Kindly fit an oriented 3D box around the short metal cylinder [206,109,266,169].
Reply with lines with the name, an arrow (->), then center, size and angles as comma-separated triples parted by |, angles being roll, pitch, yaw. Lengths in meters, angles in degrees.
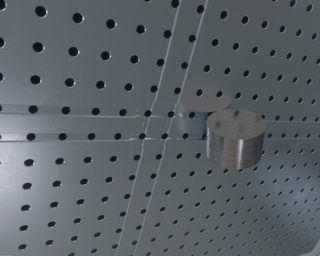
short metal cylinder -> 0.106, 0.014, 0.441 | 0.081, 0.080, 0.050 | -16, 125, -19
